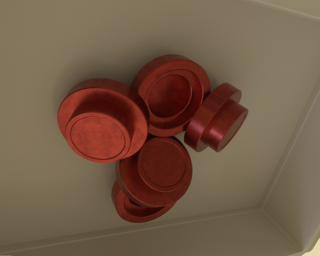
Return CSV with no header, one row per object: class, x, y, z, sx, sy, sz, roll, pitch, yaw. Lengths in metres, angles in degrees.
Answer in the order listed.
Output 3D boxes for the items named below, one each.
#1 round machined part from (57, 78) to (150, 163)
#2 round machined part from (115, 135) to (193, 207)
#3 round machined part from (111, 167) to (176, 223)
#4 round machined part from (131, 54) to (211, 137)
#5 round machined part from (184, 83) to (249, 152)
round machined part,-0.062,-0.001,0.333,0.099,0.042,0.097,3,126,4
round machined part,-0.002,0.048,0.387,0.099,0.098,0.042,-6,166,-25
round machined part,-0.021,0.082,0.434,0.099,0.042,0.097,-14,124,-21
round machined part,0.008,-0.041,0.373,0.099,0.042,0.097,-14,124,-21
round machined part,0.078,-0.007,0.405,0.098,0.042,0.098,-44,158,-23
